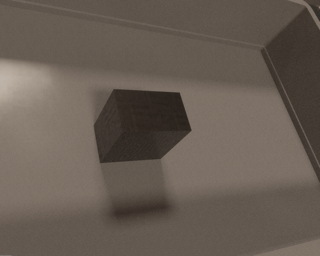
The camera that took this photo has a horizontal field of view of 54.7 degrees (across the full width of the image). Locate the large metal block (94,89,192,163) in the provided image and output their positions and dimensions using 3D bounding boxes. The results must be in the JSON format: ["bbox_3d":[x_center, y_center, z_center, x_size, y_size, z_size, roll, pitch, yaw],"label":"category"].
[{"bbox_3d":[-0.023,0.000,0.359,0.081,0.080,0.050,-1,62,-29],"label":"large metal block"}]
